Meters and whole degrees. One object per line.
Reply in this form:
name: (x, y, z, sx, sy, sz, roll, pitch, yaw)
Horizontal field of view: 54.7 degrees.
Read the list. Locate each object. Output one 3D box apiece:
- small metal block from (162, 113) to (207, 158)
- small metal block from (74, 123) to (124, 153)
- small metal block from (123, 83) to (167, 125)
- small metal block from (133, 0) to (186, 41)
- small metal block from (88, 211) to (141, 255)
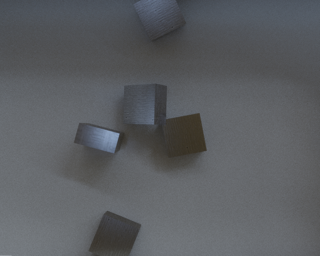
small metal block: (0.031, 0.010, 0.411, 0.050, 0.025, 0.050, -11, 90, 0)
small metal block: (-0.076, 0.012, 0.398, 0.050, 0.050, 0.025, 15, 90, 0)
small metal block: (-0.019, -0.030, 0.399, 0.050, 0.025, 0.050, 2, 90, 36)
small metal block: (0.001, -0.147, 0.403, 0.050, 0.025, 0.050, -25, 101, 9)
small metal block: (-0.058, 0.144, 0.408, 0.050, 0.025, 0.050, 22, 86, 3)
